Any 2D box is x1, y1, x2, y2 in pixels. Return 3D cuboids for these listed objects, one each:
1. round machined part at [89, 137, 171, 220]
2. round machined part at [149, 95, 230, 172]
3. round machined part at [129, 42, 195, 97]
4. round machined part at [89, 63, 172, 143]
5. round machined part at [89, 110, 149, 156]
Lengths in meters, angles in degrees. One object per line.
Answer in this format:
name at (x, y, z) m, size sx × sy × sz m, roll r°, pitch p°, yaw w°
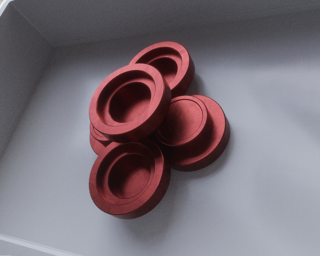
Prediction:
round machined part at (-0.032, 0.060, 0.371) m, size 0.098 × 0.042 × 0.098 m, roll -13°, pitch 56°, yaw 20°
round machined part at (0.031, 0.000, 0.375) m, size 0.098 × 0.042 × 0.098 m, roll -13°, pitch 56°, yaw 20°
round machined part at (0.002, -0.069, 0.432) m, size 0.098 × 0.042 × 0.098 m, roll -13°, pitch 56°, yaw 20°
round machined part at (-0.031, -0.025, 0.369) m, size 0.098 × 0.042 × 0.098 m, roll -13°, pitch 56°, yaw 20°
round machined part at (-0.056, -0.003, 0.422) m, size 0.098 × 0.042 × 0.098 m, roll -13°, pitch 56°, yaw 20°
